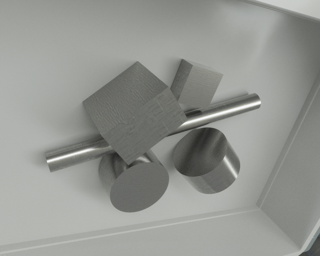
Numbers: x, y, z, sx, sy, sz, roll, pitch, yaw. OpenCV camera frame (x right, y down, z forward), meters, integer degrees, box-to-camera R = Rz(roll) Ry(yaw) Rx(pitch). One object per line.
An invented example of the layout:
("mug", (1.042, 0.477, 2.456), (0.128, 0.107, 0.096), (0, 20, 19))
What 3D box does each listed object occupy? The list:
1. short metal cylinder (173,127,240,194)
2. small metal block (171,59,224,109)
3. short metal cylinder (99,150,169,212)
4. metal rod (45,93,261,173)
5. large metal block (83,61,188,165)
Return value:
("short metal cylinder", (0.066, 0.046, 0.438), (0.080, 0.080, 0.050), (-40, 130, -1))
("small metal block", (0.046, -0.056, 0.399), (0.050, 0.025, 0.050), (9, 114, -33))
("short metal cylinder", (-0.035, 0.065, 0.412), (0.081, 0.050, 0.079), (-14, 125, -21))
("metal rod", (0.006, 0.000, 0.412), (0.302, 0.025, 0.025), (-16, 125, -20))
("large metal block", (-0.029, -0.019, 0.345), (0.080, 0.080, 0.050), (-37, 130, -4))
